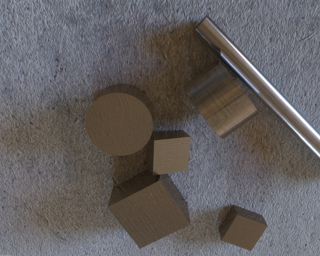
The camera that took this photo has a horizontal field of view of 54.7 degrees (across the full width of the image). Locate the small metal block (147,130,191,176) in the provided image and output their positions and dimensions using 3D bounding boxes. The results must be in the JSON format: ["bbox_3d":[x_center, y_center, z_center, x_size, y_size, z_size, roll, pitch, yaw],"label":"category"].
[{"bbox_3d":[0.011,0.032,0.414,0.050,0.025,0.050,-5,112,-20],"label":"small metal block"}]

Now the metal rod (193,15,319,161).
[{"bbox_3d":[0.157,-0.027,0.401,0.300,0.025,0.025,41,105,-14],"label":"metal rod"}]

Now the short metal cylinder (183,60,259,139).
[{"bbox_3d":[0.072,-0.034,0.369,0.050,0.080,0.080,-37,106,12],"label":"short metal cylinder"}]

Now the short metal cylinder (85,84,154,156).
[{"bbox_3d":[-0.048,-0.012,0.392,0.081,0.050,0.079,0,110,0],"label":"short metal cylinder"}]

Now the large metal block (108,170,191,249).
[{"bbox_3d":[-0.014,0.109,0.436,0.080,0.050,0.080,-29,108,10],"label":"large metal block"}]

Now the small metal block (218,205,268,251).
[{"bbox_3d":[0.124,0.150,0.467,0.050,0.025,0.050,22,109,-8],"label":"small metal block"}]
